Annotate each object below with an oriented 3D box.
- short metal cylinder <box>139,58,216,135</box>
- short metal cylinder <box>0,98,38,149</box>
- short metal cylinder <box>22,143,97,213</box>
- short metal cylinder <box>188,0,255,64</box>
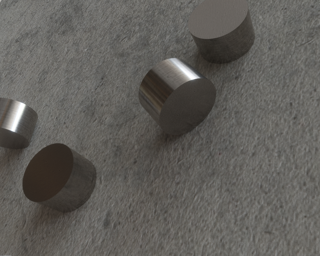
[{"bbox_3d":[0.021,-0.038,0.380,0.080,0.080,0.050,-41,51,0],"label":"short metal cylinder"},{"bbox_3d":[-0.245,-0.006,0.498,0.080,0.080,0.050,-8,58,24],"label":"short metal cylinder"},{"bbox_3d":[-0.133,0.067,0.415,0.080,0.050,0.080,-13,56,20],"label":"short metal cylinder"},{"bbox_3d":[0.085,-0.136,0.426,0.080,0.050,0.080,-13,56,20],"label":"short metal cylinder"}]
